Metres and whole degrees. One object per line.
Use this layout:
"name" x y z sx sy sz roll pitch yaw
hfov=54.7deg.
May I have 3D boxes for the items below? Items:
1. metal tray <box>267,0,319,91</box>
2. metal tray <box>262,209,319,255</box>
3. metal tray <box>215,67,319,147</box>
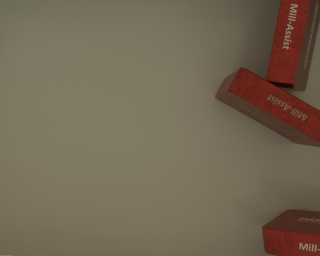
"metal tray" 0.164 -0.111 0.369 0.030 0.091 0.129 13 100 31
"metal tray" 0.196 0.121 0.348 0.130 0.091 0.030 -7 88 41
"metal tray" 0.138 -0.022 0.379 0.130 0.090 0.030 29 91 0
